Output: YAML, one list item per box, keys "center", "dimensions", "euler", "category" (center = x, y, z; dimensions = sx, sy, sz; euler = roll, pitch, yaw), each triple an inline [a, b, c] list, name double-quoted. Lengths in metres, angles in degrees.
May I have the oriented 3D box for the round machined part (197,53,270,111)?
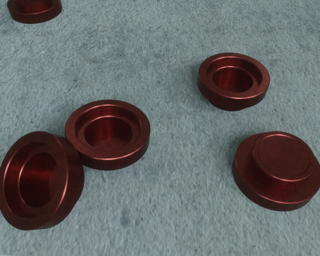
- center: [0.103, -0.062, 0.446]
  dimensions: [0.099, 0.042, 0.098]
  euler: [0, 50, 0]
  category: "round machined part"

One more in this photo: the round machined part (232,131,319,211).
- center: [0.137, 0.042, 0.359]
  dimensions: [0.099, 0.042, 0.098]
  euler: [0, 50, 0]
  category: "round machined part"

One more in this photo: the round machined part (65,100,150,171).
- center: [-0.062, 0.013, 0.376]
  dimensions: [0.099, 0.042, 0.098]
  euler: [4, 45, -4]
  category: "round machined part"

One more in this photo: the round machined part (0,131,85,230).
- center: [-0.119, 0.055, 0.324]
  dimensions: [0.098, 0.042, 0.098]
  euler: [-7, 74, 26]
  category: "round machined part"

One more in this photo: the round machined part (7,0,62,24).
- center: [-0.243, -0.245, 0.595]
  dimensions: [0.099, 0.042, 0.098]
  euler: [0, 50, 0]
  category: "round machined part"
